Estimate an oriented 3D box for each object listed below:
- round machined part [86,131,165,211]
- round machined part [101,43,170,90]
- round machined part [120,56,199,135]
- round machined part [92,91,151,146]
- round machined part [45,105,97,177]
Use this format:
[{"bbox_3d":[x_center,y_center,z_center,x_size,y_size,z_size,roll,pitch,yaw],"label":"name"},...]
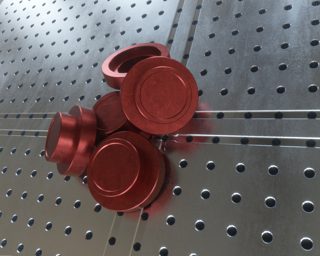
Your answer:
[{"bbox_3d":[-0.047,0.050,0.374,0.098,0.042,0.098,-6,71,20],"label":"round machined part"},{"bbox_3d":[-0.031,-0.082,0.447,0.098,0.042,0.098,-10,38,8],"label":"round machined part"},{"bbox_3d":[0.001,-0.040,0.382,0.098,0.098,0.042,-47,10,-5],"label":"round machined part"},{"bbox_3d":[-0.059,-0.013,0.433,0.098,0.042,0.098,-13,56,20],"label":"round machined part"},{"bbox_3d":[-0.125,0.015,0.421,0.098,0.042,0.098,-29,54,50],"label":"round machined part"}]
